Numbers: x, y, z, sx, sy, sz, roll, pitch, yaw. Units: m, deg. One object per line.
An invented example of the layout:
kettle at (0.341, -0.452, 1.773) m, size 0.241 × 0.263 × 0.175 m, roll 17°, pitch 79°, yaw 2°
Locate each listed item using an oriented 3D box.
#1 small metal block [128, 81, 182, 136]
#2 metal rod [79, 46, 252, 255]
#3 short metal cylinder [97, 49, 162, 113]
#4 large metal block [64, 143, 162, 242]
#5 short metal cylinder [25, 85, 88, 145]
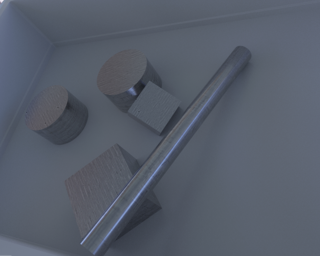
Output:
small metal block at (-0.007, -0.025, 0.408) m, size 0.050 × 0.025 × 0.050 m, roll 33°, pitch 78°, yaw 2°
metal rod at (0.023, 0.007, 0.346) m, size 0.025 × 0.025 × 0.301 m, roll 21°, pitch 59°, yaw 35°
short metal cylinder at (-0.044, -0.068, 0.453) m, size 0.080 × 0.050 × 0.080 m, roll -13°, pitch 56°, yaw 21°
large metal block at (-0.057, 0.079, 0.370) m, size 0.080 × 0.050 × 0.080 m, roll -36°, pitch 51°, yaw 4°
short metal cylinder at (-0.161, -0.020, 0.484) m, size 0.080 × 0.050 × 0.080 m, roll -13°, pitch 56°, yaw 20°
